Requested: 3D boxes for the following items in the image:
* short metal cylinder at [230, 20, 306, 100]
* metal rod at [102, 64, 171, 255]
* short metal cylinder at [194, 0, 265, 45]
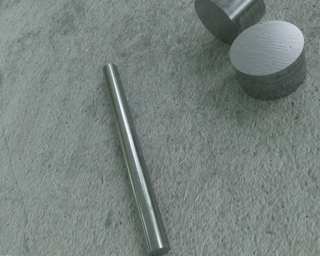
[{"bbox_3d":[0.129,-0.080,0.369,0.080,0.050,0.080,-13,56,21],"label":"short metal cylinder"},{"bbox_3d":[-0.041,0.017,0.414,0.025,0.025,0.299,-28,52,11],"label":"metal rod"},{"bbox_3d":[0.093,-0.160,0.418,0.050,0.080,0.080,-45,51,-3],"label":"short metal cylinder"}]
